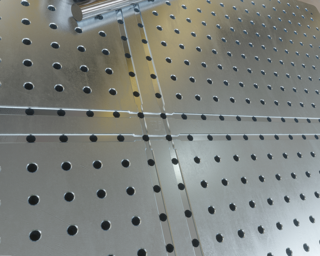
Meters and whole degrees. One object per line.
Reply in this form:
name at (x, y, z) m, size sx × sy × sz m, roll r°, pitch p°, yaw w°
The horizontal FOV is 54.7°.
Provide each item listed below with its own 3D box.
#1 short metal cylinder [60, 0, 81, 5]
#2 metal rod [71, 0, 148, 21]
short metal cylinder at (-0.128, -0.232, 0.466) m, size 0.081 × 0.050 × 0.080 m, roll 14°, pitch 56°, yaw -21°
metal rod at (-0.025, -0.236, 0.540) m, size 0.025 × 0.025 × 0.302 m, roll 49°, pitch 51°, yaw 6°
